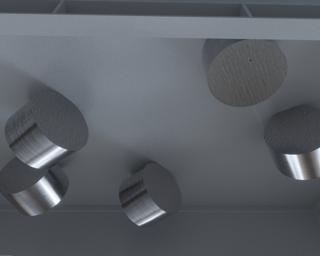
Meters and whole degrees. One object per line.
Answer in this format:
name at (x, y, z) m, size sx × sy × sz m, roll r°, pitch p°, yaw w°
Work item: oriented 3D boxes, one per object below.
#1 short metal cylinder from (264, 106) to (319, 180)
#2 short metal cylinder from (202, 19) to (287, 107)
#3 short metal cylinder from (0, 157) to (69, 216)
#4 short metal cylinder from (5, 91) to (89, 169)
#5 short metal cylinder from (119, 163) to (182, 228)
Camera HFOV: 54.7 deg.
short metal cylinder at (0.179, 0.018, 0.391) m, size 0.080 × 0.080 × 0.050 m, roll -21°, pitch 127°, yaw 17°
short metal cylinder at (0.089, -0.069, 0.335) m, size 0.081 × 0.050 × 0.079 m, roll 0°, pitch 130°, yaw 0°
short metal cylinder at (-0.177, 0.075, 0.434) m, size 0.080 × 0.080 × 0.050 m, roll -12°, pitch 129°, yaw 9°
short metal cylinder at (-0.134, 0.003, 0.373) m, size 0.050 × 0.080 × 0.080 m, roll -32°, pitch 124°, yaw 24°
short metal cylinder at (-0.013, 0.098, 0.457) m, size 0.050 × 0.080 × 0.080 m, roll -37°, pitch 122°, yaw 26°
